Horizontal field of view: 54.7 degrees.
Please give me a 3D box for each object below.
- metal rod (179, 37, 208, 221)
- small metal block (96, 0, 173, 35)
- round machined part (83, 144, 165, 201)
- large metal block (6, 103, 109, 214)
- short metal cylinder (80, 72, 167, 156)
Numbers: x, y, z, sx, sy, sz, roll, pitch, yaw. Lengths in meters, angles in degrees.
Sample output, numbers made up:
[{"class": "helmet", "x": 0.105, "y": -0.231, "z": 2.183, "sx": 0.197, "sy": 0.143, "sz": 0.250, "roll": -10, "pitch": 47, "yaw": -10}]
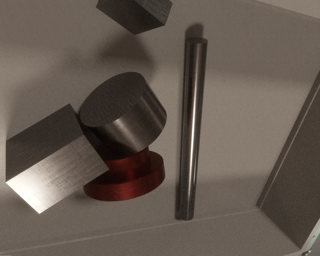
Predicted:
[{"class": "metal rod", "x": 0.045, "y": 0.022, "z": 0.448, "sx": 0.025, "sy": 0.025, "sz": 0.298, "roll": -14, "pitch": 125, "yaw": -21}, {"class": "small metal block", "x": -0.025, "y": -0.120, "z": 0.302, "sx": 0.050, "sy": 0.050, "sz": 0.025, "roll": 27, "pitch": 75, "yaw": -38}, {"class": "round machined part", "x": -0.045, "y": 0.043, "z": 0.368, "sx": 0.099, "sy": 0.098, "sz": 0.042, "roll": -14, "pitch": 108, "yaw": -21}, {"class": "large metal block", "x": -0.111, "y": 0.028, "z": 0.329, "sx": 0.080, "sy": 0.080, "sz": 0.050, "roll": -32, "pitch": 125, "yaw": -8}, {"class": "short metal cylinder", "x": -0.040, "y": -0.016, "z": 0.343, "sx": 0.080, "sy": 0.080, "sz": 0.050, "roll": -38, "pitch": 130, "yaw": -3}]
